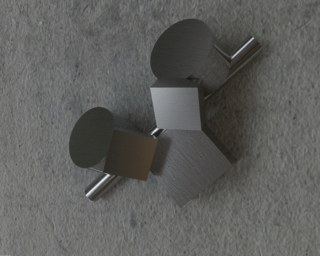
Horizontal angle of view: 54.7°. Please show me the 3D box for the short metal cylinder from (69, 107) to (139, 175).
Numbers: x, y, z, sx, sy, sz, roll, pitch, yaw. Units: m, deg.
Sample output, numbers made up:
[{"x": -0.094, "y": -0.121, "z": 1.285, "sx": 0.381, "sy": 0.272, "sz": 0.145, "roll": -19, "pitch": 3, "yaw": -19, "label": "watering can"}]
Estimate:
[{"x": -0.072, "y": 0.018, "z": 0.406, "sx": 0.080, "sy": 0.050, "sz": 0.080, "roll": -14, "pitch": 65, "yaw": 31, "label": "short metal cylinder"}]

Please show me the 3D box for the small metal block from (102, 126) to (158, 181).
[{"x": -0.035, "y": 0.029, "z": 0.356, "sx": 0.050, "sy": 0.025, "sz": 0.050, "roll": 14, "pitch": 96, "yaw": -13, "label": "small metal block"}]

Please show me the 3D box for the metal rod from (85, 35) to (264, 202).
[{"x": 0.009, "y": -0.003, "z": 0.406, "sx": 0.299, "sy": 0.025, "sz": 0.025, "roll": -43, "pitch": 77, "yaw": 14, "label": "metal rod"}]

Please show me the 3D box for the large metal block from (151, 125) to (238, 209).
[{"x": 0.035, "y": 0.038, "z": 0.382, "sx": 0.080, "sy": 0.050, "sz": 0.080, "roll": -43, "pitch": 77, "yaw": 14, "label": "large metal block"}]

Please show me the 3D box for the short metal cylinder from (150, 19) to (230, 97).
[{"x": 0.036, "y": -0.080, "z": 0.368, "sx": 0.080, "sy": 0.050, "sz": 0.080, "roll": -14, "pitch": 65, "yaw": 31, "label": "short metal cylinder"}]

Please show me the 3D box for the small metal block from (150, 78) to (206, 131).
[{"x": 0.021, "y": -0.026, "z": 0.336, "sx": 0.050, "sy": 0.025, "sz": 0.050, "roll": 2, "pitch": 122, "yaw": 19, "label": "small metal block"}]
